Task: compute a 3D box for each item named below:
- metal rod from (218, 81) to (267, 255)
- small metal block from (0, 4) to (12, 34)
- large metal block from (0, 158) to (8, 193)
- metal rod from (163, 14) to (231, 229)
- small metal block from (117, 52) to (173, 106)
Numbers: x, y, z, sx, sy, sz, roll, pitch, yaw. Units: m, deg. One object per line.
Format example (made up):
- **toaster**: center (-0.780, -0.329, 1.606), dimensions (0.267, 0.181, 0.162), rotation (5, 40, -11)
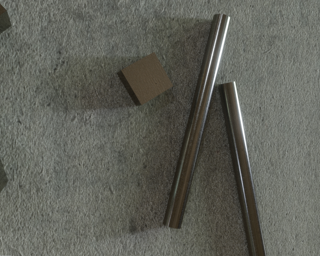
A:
- **metal rod**: center (0.126, 0.081, 0.457), dimensions (0.025, 0.025, 0.298), rotation (-13, 95, -20)
- **small metal block**: center (-0.188, -0.110, 0.326), dimensions (0.050, 0.050, 0.025), rotation (-45, 105, -15)
- **large metal block**: center (-0.195, 0.030, 0.308), dimensions (0.050, 0.080, 0.080), rotation (-18, 96, -19)
- **metal rod**: center (0.052, -0.013, 0.429), dimensions (0.025, 0.025, 0.299), rotation (16, 85, -20)
- **small metal block**: center (-0.019, -0.063, 0.403), dimensions (0.050, 0.025, 0.050), rotation (-33, 101, -17)
